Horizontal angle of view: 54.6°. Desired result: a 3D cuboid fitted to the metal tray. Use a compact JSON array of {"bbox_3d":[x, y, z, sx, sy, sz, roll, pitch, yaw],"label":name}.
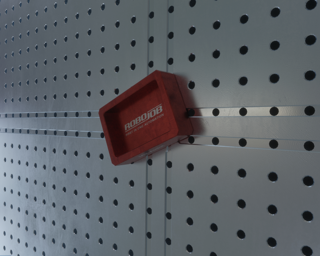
[{"bbox_3d":[-0.025,-0.010,0.427,0.130,0.030,0.090,-28,73,36],"label":"metal tray"}]
